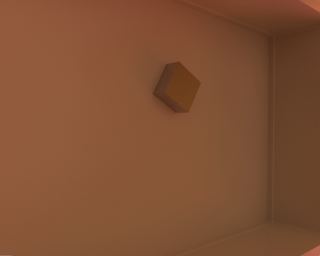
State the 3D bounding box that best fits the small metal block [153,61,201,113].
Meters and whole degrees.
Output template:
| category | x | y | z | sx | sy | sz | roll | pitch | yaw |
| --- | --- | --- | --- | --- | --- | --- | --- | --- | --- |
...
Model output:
| category | x | y | z | sx | sy | sz | roll | pitch | yaw |
| --- | --- | --- | --- | --- | --- | --- | --- | --- | --- |
| small metal block | 0.024 | -0.055 | 0.429 | 0.050 | 0.025 | 0.050 | 37 | 67 | -34 |
